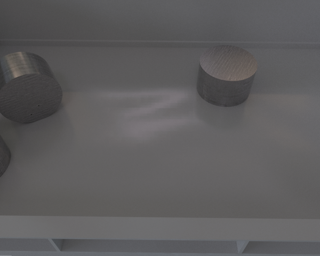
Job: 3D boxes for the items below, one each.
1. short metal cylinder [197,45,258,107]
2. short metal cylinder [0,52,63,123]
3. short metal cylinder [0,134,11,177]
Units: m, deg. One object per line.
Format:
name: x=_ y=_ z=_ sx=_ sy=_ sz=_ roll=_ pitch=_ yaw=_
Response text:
short metal cylinder: x=0.096 y=-0.077 z=0.454 sx=0.080 sy=0.050 sz=0.080 roll=0 pitch=50 yaw=0
short metal cylinder: x=-0.178 y=-0.053 z=0.413 sx=0.081 sy=0.080 sz=0.050 roll=-24 pitch=54 yaw=-19
short metal cylinder: x=-0.226 y=0.028 z=0.363 sx=0.080 sy=0.050 sz=0.080 roll=0 pitch=50 yaw=0
